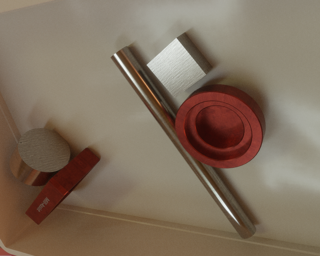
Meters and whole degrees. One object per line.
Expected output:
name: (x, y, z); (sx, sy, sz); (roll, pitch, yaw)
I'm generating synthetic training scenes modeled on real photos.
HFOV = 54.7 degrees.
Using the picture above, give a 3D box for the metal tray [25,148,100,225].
metal tray: (-0.160, 0.096, 0.507); (0.030, 0.090, 0.129); (44, 129, -2)

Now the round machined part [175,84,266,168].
round machined part: (0.071, -0.005, 0.356); (0.098, 0.042, 0.097); (13, 124, 20)

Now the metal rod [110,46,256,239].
metal rod: (0.037, 0.026, 0.404); (0.025, 0.025, 0.299); (-28, 104, 37)

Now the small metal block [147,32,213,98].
small metal block: (0.022, -0.071, 0.352); (0.050, 0.025, 0.050); (-35, 99, 38)

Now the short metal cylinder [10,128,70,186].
short metal cylinder: (-0.194, 0.047, 0.502); (0.080, 0.080, 0.050); (44, 129, -2)
